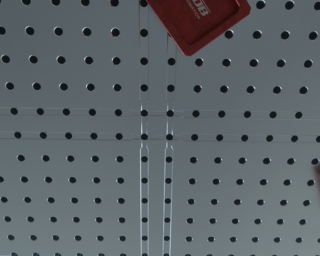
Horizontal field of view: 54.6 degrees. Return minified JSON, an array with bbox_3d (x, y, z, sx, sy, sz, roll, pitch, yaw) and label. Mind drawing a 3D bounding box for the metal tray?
[{"bbox_3d":[0.030,-0.160,0.351,0.090,0.030,0.130,-35,107,12],"label":"metal tray"}]
